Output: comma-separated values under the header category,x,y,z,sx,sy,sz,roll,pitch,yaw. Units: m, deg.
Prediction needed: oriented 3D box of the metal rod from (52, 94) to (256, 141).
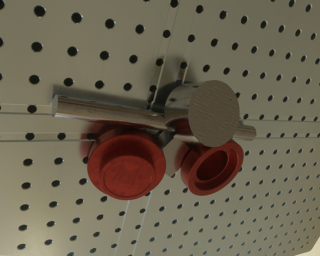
category,x,y,z,sx,sy,sz,roll,pitch,yaw
metal rod,0.015,-0.008,0.410,0.302,0.025,0.025,7,115,-32

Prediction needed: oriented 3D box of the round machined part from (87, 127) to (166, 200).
category,x,y,z,sx,sy,sz,roll,pitch,yaw
round machined part,-0.041,0.051,0.388,0.099,0.042,0.097,-4,118,-6

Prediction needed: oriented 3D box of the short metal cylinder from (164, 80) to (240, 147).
category,x,y,z,sx,sy,sz,roll,pitch,yaw
short metal cylinder,0.053,-0.018,0.389,0.081,0.050,0.079,-2,94,-32

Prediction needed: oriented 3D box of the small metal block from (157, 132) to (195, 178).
category,x,y,z,sx,sy,sz,roll,pitch,yaw
small metal block,0.013,0.034,0.435,0.050,0.025,0.050,-45,129,3

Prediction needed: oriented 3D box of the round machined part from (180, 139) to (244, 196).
category,x,y,z,sx,sy,sz,roll,pitch,yaw
round machined part,0.073,0.050,0.464,0.099,0.042,0.097,-17,128,-22
